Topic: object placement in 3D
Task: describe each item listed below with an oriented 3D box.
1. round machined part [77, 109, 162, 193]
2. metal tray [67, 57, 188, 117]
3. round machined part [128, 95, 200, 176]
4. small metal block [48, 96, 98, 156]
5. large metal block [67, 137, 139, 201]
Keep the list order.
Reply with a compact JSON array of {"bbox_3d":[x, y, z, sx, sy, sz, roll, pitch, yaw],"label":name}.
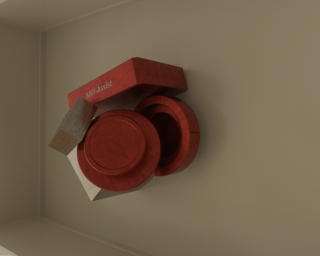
[{"bbox_3d":[-0.048,0.023,0.356,0.099,0.042,0.098,-1,72,4],"label":"round machined part"},{"bbox_3d":[-0.043,-0.045,0.395,0.130,0.091,0.030,-19,79,38],"label":"metal tray"},{"bbox_3d":[0.009,0.009,0.386,0.098,0.042,0.097,0,90,39],"label":"round machined part"},{"bbox_3d":[-0.103,-0.002,0.367,0.050,0.025,0.050,-37,28,47],"label":"small metal block"},{"bbox_3d":[-0.067,0.045,0.423,0.050,0.081,0.080,-51,60,27],"label":"large metal block"}]
